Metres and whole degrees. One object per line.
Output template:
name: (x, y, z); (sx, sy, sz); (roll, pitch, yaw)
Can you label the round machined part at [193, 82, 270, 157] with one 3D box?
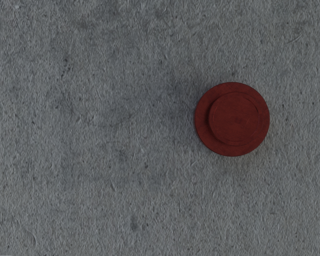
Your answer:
round machined part: (0.094, -0.011, 0.402); (0.099, 0.042, 0.097); (0, 90, 0)
